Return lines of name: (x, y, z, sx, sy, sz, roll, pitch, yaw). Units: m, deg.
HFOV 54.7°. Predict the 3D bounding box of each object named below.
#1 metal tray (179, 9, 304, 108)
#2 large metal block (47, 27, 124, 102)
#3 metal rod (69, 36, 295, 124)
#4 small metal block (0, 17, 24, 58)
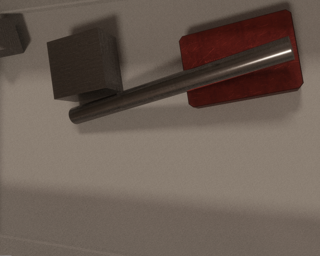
metal tray: (0.095, -0.079, 0.374, 0.130, 0.030, 0.089, -9, 87, 19)
large metal block: (-0.103, -0.084, 0.432, 0.080, 0.050, 0.080, -10, 87, 19)
metal rod: (0.003, -0.049, 0.381, 0.300, 0.025, 0.025, -14, 86, 29)
small metal block: (-0.248, -0.140, 0.482, 0.050, 0.025, 0.050, -18, 83, -19)
